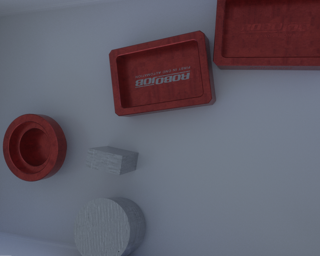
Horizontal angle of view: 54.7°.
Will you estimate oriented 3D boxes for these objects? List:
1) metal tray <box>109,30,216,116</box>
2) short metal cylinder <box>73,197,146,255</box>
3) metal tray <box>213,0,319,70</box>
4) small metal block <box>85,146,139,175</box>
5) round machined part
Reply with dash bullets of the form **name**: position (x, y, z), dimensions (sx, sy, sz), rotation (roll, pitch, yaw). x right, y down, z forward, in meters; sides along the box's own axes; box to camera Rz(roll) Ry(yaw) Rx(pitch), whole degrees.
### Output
- **metal tray**: position (0.002, -0.067, 0.406), dimensions (0.130, 0.030, 0.089), rotation (-7, 88, 19)
- **short metal cylinder**: position (-0.066, 0.133, 0.412), dimensions (0.080, 0.050, 0.080), rotation (-4, 77, 19)
- **metal tray**: position (0.132, -0.115, 0.361), dimensions (0.130, 0.030, 0.089), rotation (4, 91, 19)
- **small metal block**: position (-0.064, 0.043, 0.419), dimensions (0.050, 0.050, 0.025), rotation (10, 94, 19)
- **round machined part**: position (-0.181, 0.028, 0.463), dimensions (0.098, 0.042, 0.097), rotation (0, 90, 19)
